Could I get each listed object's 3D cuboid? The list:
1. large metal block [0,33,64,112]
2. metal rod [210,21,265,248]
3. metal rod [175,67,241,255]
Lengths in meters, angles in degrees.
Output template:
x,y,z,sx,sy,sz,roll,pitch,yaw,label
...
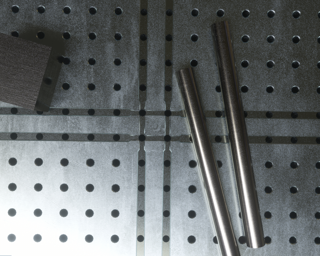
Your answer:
x,y,z,sx,sy,sz,roll,pitch,yaw,label
-0.180,-0.071,0.398,0.080,0.050,0.080,16,90,-1,large metal block
0.104,0.009,0.414,0.025,0.025,0.298,-9,90,0,metal rod
0.069,0.067,0.414,0.025,0.025,0.298,-14,90,0,metal rod
